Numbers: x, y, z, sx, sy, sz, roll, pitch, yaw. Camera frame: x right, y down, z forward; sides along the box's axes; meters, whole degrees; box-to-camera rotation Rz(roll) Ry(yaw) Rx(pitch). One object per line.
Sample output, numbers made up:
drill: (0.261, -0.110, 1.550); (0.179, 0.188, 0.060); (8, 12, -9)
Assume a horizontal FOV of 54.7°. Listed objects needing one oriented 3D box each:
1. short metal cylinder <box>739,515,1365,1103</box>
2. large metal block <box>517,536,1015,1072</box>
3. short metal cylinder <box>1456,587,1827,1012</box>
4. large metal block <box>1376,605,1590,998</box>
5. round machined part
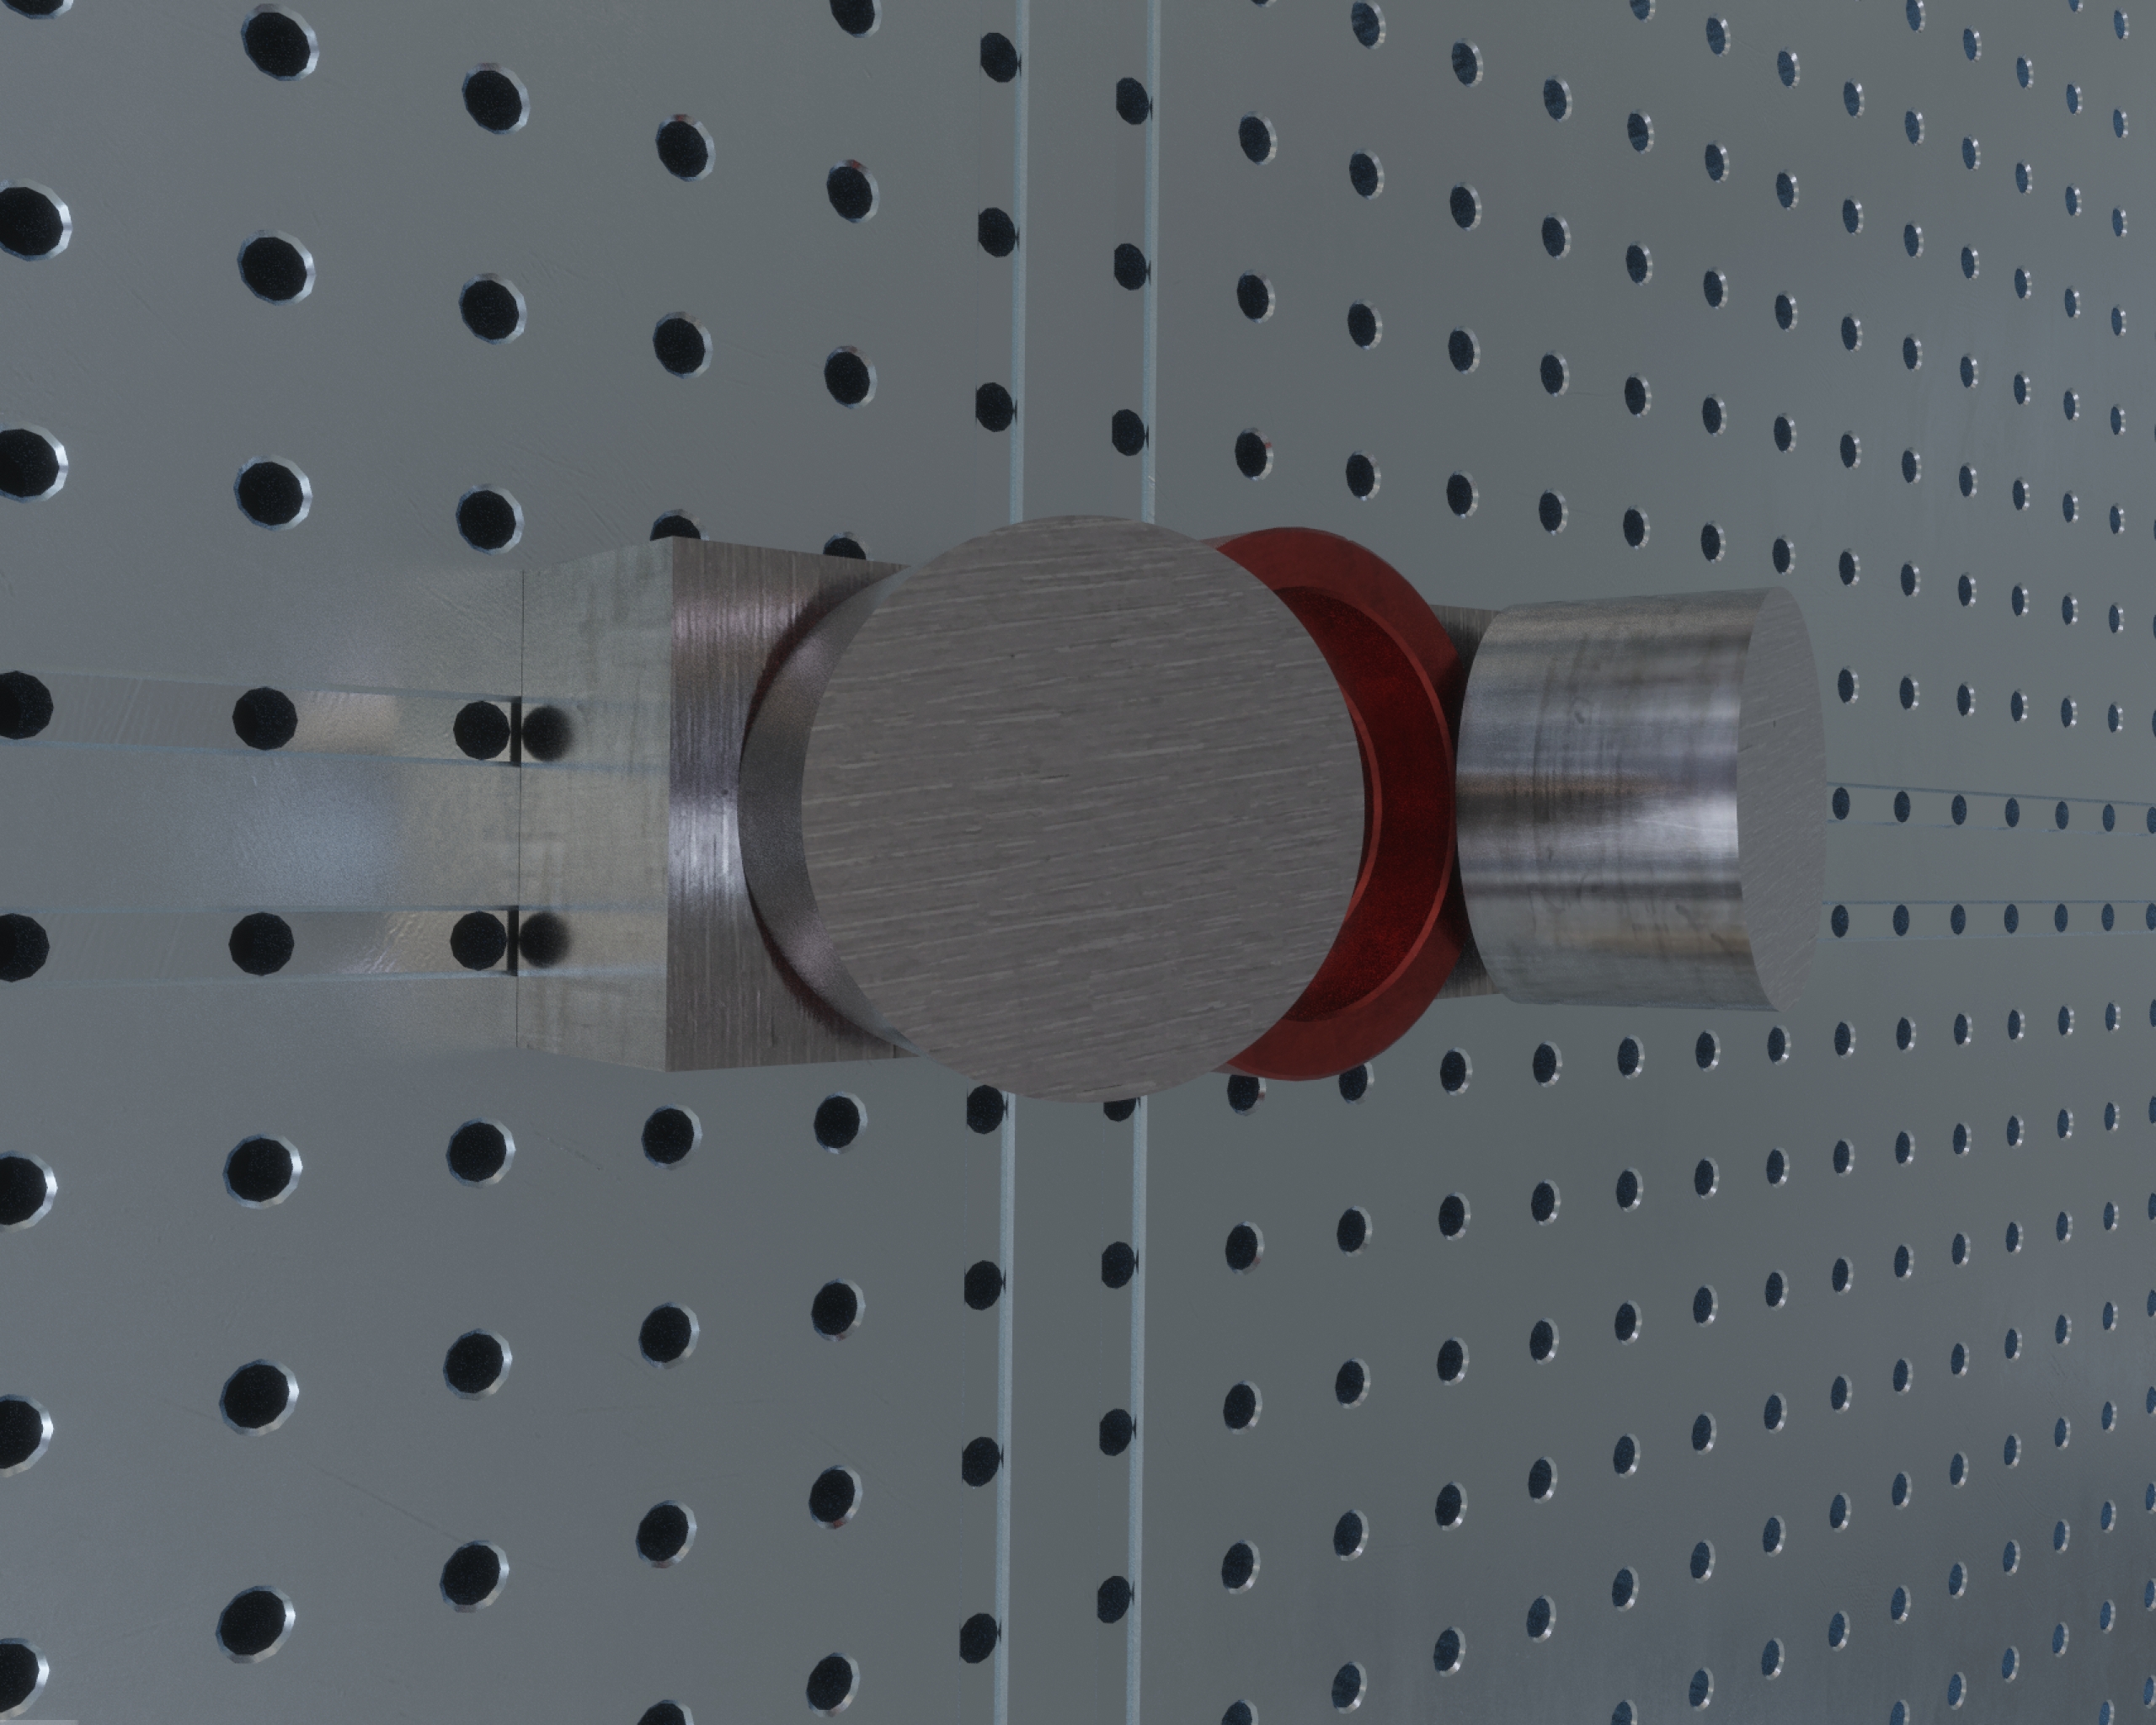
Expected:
short metal cylinder: (-0.006, -0.008, 0.306); (0.081, 0.050, 0.079); (0, 91, -19)
large metal block: (-0.046, -0.008, 0.354); (0.081, 0.050, 0.080); (1, 90, -40)
short metal cylinder: (0.111, -0.012, 0.404); (0.080, 0.050, 0.080); (1, 89, -60)
large metal block: (0.070, -0.013, 0.451); (0.081, 0.050, 0.080); (-1, 91, -40)
round machined part: (0.028, -0.011, 0.383); (0.099, 0.042, 0.097); (0, 90, -40)
